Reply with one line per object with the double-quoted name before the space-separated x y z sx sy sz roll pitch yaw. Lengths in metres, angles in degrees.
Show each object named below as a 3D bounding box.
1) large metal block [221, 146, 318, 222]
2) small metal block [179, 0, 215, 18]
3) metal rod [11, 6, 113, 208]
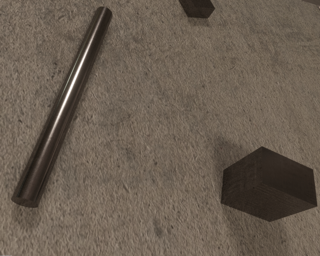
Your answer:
"large metal block" 0.137 0.076 0.398 0.080 0.080 0.050 23 53 -15
"small metal block" 0.069 -0.237 0.588 0.050 0.025 0.050 -10 67 -33
"metal rod" -0.105 -0.050 0.378 0.025 0.025 0.300 22 53 -16
